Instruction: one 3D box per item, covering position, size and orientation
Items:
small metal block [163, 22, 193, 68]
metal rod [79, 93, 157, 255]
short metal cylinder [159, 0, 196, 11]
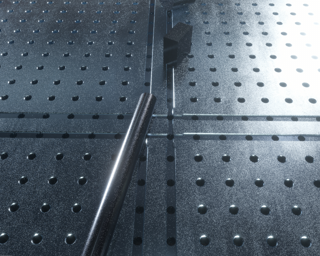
[{"bbox_3d":[0.029,-0.136,0.506,0.025,0.050,0.050,24,54,19],"label":"small metal block"},{"bbox_3d":[-0.049,0.071,0.347,0.025,0.025,0.300,10,51,8],"label":"metal rod"},{"bbox_3d":[0.031,-0.276,0.604,0.050,0.080,0.080,-21,53,-17],"label":"short metal cylinder"}]
